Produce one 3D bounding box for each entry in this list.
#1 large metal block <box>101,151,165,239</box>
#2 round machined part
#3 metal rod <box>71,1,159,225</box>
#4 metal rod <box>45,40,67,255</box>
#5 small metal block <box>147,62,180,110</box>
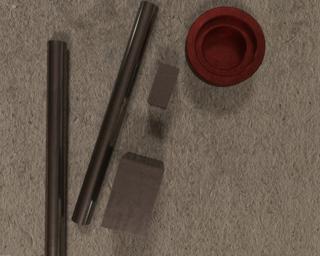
[{"bbox_3d":[-0.030,0.077,0.382,0.050,0.080,0.080,16,90,0],"label":"large metal block"},{"bbox_3d":[0.081,-0.101,0.403,0.099,0.042,0.097,0,90,-1],"label":"round machined part"},{"bbox_3d":[-0.059,-0.019,0.409,0.025,0.025,0.298,18,90,-1],"label":"metal rod"},{"bbox_3d":[-0.137,0.037,0.408,0.025,0.025,0.298,1,90,-1],"label":"metal rod"},{"bbox_3d":[0.004,-0.052,0.398,0.025,0.050,0.050,19,90,0],"label":"small metal block"}]
